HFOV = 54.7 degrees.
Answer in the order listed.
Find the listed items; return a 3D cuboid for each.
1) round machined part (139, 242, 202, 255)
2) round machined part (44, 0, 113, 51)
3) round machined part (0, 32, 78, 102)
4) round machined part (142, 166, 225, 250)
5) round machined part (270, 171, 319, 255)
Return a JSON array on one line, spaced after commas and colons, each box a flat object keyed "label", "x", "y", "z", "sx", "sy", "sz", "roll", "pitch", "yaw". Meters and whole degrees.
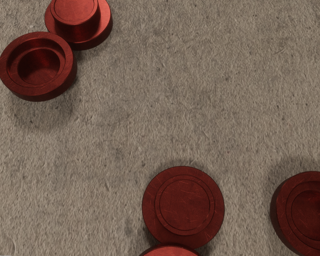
[{"label": "round machined part", "x": 0.011, "y": 0.173, "z": 0.331, "sx": 0.099, "sy": 0.042, "sz": 0.098, "roll": 0, "pitch": 79, "yaw": 1}, {"label": "round machined part", "x": -0.122, "y": -0.168, "z": 0.459, "sx": 0.099, "sy": 0.042, "sz": 0.098, "roll": 0, "pitch": 70, "yaw": -1}, {"label": "round machined part", "x": -0.163, "y": -0.080, "z": 0.426, "sx": 0.099, "sy": 0.042, "sz": 0.098, "roll": 0, "pitch": 70, "yaw": -1}, {"label": "round machined part", "x": 0.028, "y": 0.092, "z": 0.366, "sx": 0.099, "sy": 0.042, "sz": 0.098, "roll": 0, "pitch": 70, "yaw": -1}, {"label": "round machined part", "x": 0.178, "y": 0.103, "z": 0.364, "sx": 0.099, "sy": 0.042, "sz": 0.098, "roll": 0, "pitch": 70, "yaw": -1}]
